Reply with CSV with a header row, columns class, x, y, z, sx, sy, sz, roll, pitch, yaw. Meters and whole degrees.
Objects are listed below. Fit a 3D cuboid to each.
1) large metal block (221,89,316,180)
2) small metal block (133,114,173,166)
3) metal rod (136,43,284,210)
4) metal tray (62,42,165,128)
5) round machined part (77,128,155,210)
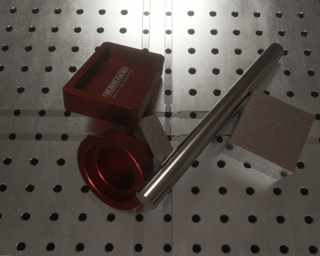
class,x,y,z,sx,sy,sz,roll,pitch,yaw
large metal block,0.136,0.009,0.397,0.080,0.050,0.080,26,72,9
small metal block,-0.010,0.018,0.390,0.025,0.050,0.050,-19,71,-20
metal rod,0.078,-0.020,0.384,0.025,0.025,0.301,38,61,12
metal tray,-0.054,-0.061,0.399,0.090,0.030,0.130,15,42,6
round machined part,-0.047,0.044,0.366,0.098,0.097,0.042,38,39,12
